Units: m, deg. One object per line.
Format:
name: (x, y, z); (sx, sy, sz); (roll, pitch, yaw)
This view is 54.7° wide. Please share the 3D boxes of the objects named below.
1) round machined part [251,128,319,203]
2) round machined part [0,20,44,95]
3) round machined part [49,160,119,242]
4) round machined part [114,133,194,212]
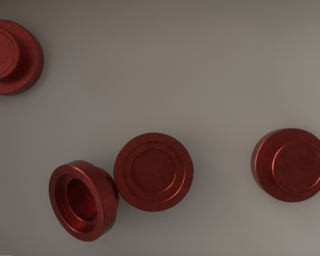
round machined part: (0.174, 0.049, 0.404); (0.099, 0.042, 0.097); (0, 90, 0)
round machined part: (-0.207, -0.092, 0.401); (0.099, 0.042, 0.097); (0, 90, 0)
round machined part: (-0.090, 0.086, 0.386); (0.098, 0.042, 0.097); (10, 108, 33)
round machined part: (-0.008, 0.055, 0.401); (0.099, 0.042, 0.097); (0, 89, -4)
